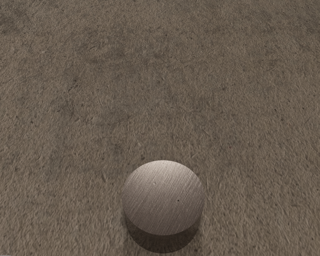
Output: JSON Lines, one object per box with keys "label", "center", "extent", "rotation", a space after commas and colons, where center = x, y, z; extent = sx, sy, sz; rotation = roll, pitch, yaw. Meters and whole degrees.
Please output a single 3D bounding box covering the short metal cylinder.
{"label": "short metal cylinder", "center": [0.003, 0.080, 0.319], "extent": [0.081, 0.050, 0.080], "rotation": [0, 50, 0]}
